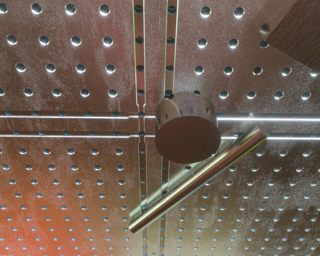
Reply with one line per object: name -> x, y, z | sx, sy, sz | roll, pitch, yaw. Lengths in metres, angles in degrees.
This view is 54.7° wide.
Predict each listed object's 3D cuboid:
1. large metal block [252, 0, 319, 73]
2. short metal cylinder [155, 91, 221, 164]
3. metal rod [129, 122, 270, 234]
large metal block -> 0.154, -0.111, 0.303 | 0.080, 0.050, 0.080 | 22, 126, -19
short metal cylinder -> 0.034, 0.000, 0.396 | 0.081, 0.050, 0.079 | 0, 130, 0
metal rod -> 0.046, 0.092, 0.490 | 0.025, 0.025, 0.299 | 31, 123, -24
